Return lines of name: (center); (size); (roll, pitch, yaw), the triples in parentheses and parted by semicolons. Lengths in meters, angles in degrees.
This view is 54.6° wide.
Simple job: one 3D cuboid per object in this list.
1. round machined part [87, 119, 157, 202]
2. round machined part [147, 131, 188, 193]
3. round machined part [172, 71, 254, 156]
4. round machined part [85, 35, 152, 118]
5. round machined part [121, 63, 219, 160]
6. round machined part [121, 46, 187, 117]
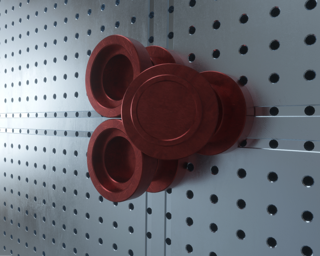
round machined part: (-0.042, 0.038, 0.379); (0.098, 0.042, 0.097); (0, 90, 40)
round machined part: (-0.015, 0.037, 0.412); (0.098, 0.042, 0.097); (0, 90, 40)
round machined part: (0.053, -0.017, 0.356); (0.098, 0.042, 0.097); (0, 90, 40)
round machined part: (-0.045, -0.061, 0.381); (0.098, 0.042, 0.097); (0, 90, 40)
round machined part: (0.009, -0.016, 0.309); (0.098, 0.042, 0.097); (0, 90, 8)
round machined part: (-0.015, -0.061, 0.413); (0.098, 0.042, 0.097); (0, 90, 40)
